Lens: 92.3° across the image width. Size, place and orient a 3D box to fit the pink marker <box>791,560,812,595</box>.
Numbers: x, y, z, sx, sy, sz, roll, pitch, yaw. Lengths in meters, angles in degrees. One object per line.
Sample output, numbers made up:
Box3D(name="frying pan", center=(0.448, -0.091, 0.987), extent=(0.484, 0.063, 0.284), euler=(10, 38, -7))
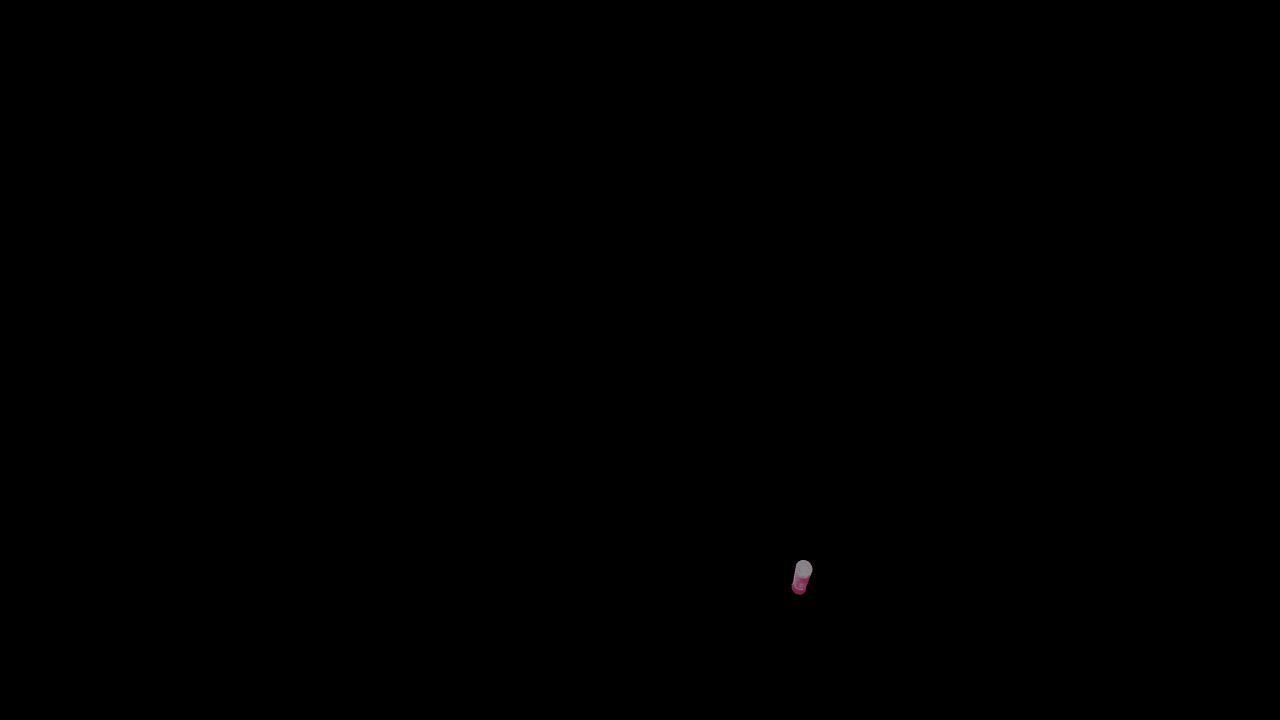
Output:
Box3D(name="pink marker", center=(0.200, 0.272, 0.765), extent=(0.020, 0.020, 0.121), euler=(0, -30, 11))
